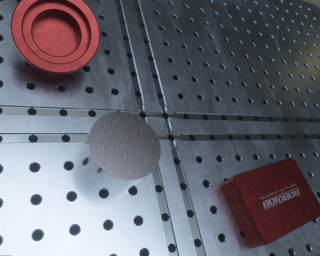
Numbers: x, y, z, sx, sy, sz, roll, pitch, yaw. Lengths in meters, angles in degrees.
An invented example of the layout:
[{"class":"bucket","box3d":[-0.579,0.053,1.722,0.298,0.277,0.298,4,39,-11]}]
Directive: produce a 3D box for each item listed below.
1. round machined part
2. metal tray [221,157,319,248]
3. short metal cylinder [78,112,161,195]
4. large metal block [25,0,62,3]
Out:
[{"class":"round machined part","box3d":[-0.127,-0.114,0.380,0.099,0.042,0.097,-1,93,-23]},{"class":"metal tray","box3d":[0.157,0.098,0.429,0.131,0.030,0.090,-10,67,-32]},{"class":"short metal cylinder","box3d":[-0.046,0.029,0.349,0.081,0.050,0.080,13,56,-21]},{"class":"large metal block","box3d":[-0.145,-0.208,0.416,0.080,0.050,0.080,18,43,29]}]
